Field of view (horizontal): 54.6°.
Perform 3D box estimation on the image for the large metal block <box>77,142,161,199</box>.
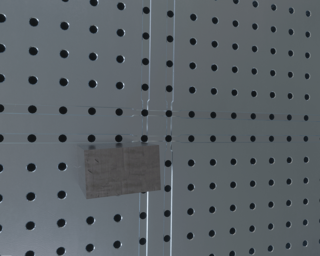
[{"bbox_3d":[-0.051,0.045,0.364,0.081,0.080,0.050,-3,91,-20],"label":"large metal block"}]
